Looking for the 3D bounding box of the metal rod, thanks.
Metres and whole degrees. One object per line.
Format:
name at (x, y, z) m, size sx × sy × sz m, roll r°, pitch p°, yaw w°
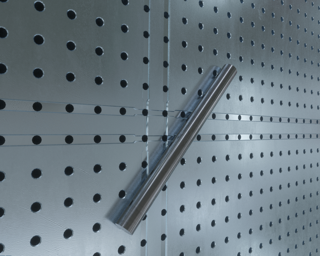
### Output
metal rod at (0.035, 0.014, 0.441) m, size 0.025 × 0.025 × 0.301 m, roll 51°, pitch 60°, yaw -28°
